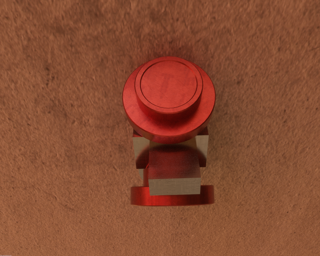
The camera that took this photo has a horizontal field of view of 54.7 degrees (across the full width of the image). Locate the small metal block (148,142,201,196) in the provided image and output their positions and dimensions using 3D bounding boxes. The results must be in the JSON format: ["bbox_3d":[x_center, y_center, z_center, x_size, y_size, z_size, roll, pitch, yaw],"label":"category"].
[{"bbox_3d":[0.014,0.042,0.322,0.050,0.050,0.025,-2,130,1],"label":"small metal block"}]

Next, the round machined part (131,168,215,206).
[{"bbox_3d":[0.014,0.069,0.370,0.099,0.042,0.098,-1,169,0],"label":"round machined part"}]

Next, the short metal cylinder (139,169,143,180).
[{"bbox_3d":[0.012,0.041,0.428,0.081,0.050,0.079,0,130,0],"label":"short metal cylinder"}]

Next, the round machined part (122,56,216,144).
[{"bbox_3d":[0.009,-0.036,0.325,0.099,0.098,0.042,-2,155,1],"label":"round machined part"}]

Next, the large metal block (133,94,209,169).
[{"bbox_3d":[0.012,0.002,0.373,0.081,0.080,0.050,-2,130,1],"label":"large metal block"}]
